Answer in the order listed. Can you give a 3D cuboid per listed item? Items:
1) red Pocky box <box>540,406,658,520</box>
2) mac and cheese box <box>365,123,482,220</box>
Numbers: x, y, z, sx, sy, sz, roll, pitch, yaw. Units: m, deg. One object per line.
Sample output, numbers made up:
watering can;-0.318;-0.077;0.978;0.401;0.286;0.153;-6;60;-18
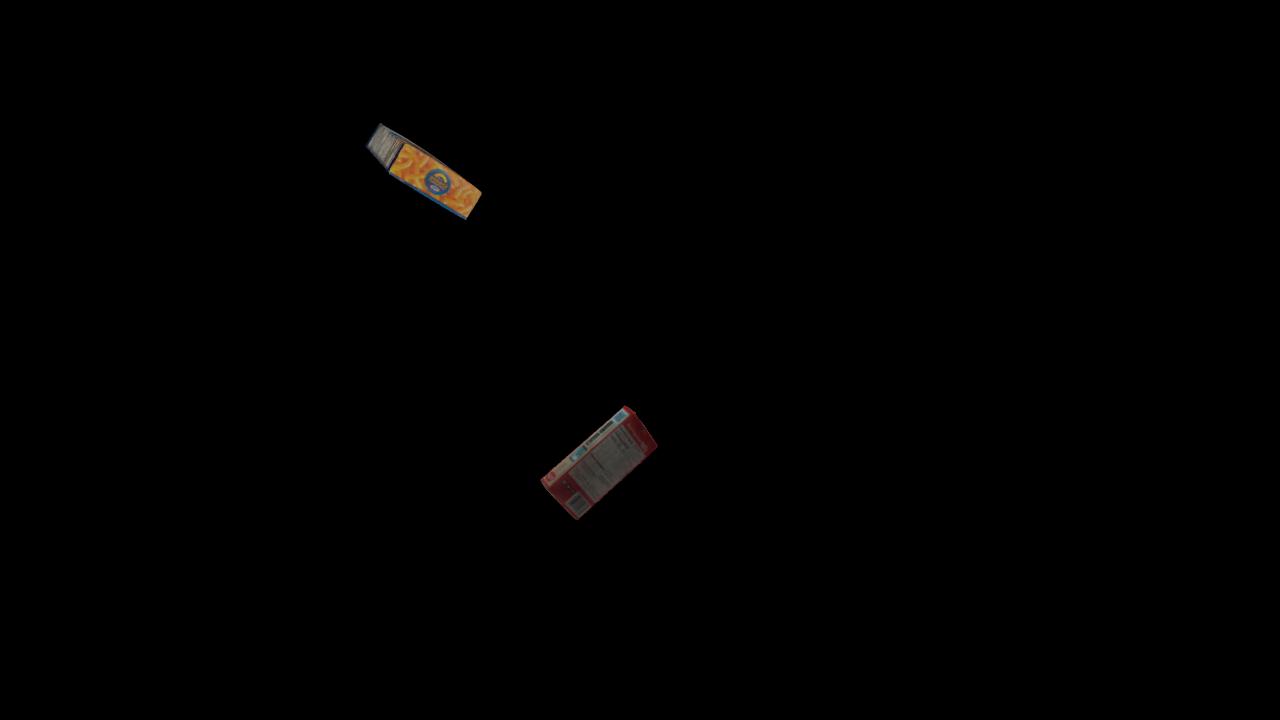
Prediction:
red Pocky box;-0.053;0.141;0.846;0.155;0.083;0.028;-41;37;-11
mac and cheese box;-0.251;-0.218;0.701;0.093;0.041;0.184;30;7;-39
